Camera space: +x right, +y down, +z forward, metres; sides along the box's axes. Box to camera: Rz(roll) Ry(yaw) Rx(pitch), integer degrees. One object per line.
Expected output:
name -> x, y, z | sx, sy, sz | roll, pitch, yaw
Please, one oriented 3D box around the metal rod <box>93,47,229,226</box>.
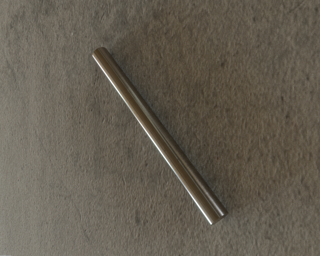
metal rod -> -0.013, -0.006, 0.413 | 0.025, 0.025, 0.300 | -51, 61, 28
